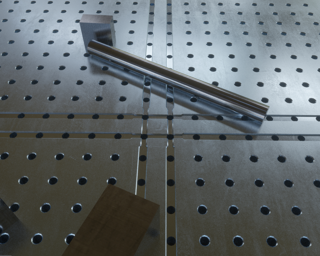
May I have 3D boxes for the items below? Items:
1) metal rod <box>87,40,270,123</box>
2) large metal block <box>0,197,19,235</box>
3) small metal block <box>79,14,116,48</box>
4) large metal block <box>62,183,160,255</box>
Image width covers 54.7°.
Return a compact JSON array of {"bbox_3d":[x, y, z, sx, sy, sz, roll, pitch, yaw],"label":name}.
[{"bbox_3d":[0.015,-0.077,0.472,0.301,0.025,0.025,25,54,19],"label":"metal rod"},{"bbox_3d":[-0.211,0.087,0.317,0.080,0.050,0.080,34,58,25],"label":"large metal block"},{"bbox_3d":[-0.105,-0.164,0.528,0.050,0.050,0.025,4,50,3],"label":"small metal block"},{"bbox_3d":[-0.040,0.111,0.278,0.050,0.080,0.080,20,53,16],"label":"large metal block"}]
